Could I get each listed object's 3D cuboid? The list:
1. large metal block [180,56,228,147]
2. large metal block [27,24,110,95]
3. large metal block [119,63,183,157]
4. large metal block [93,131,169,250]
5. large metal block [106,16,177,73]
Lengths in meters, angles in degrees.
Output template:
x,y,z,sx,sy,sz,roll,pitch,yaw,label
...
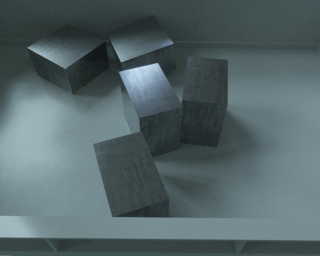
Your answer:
x,y,z,sx,sy,sz,roll,pitch,yaw,label
0.055,-0.033,0.398,0.050,0.080,0.080,6,50,5,large metal block
-0.138,-0.108,0.478,0.080,0.050,0.080,29,56,22,large metal block
-0.012,-0.020,0.386,0.050,0.080,0.080,-16,52,-13,large metal block
-0.029,0.064,0.315,0.050,0.080,0.080,-15,52,-13,large metal block
-0.029,-0.121,0.483,0.080,0.050,0.080,-21,53,-7,large metal block
